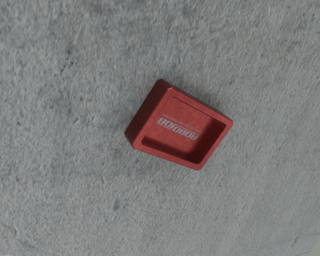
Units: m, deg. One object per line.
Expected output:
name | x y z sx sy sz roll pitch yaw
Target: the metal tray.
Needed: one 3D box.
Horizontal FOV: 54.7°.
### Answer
metal tray | 0.029 0.001 0.421 0.131 0.030 0.090 23 106 -37
